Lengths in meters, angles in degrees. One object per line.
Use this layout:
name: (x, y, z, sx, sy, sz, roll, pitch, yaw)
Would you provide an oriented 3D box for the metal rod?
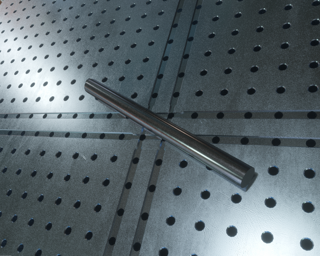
metal rod: (-0.010, -0.008, 0.417, 0.300, 0.025, 0.025, 31, 79, 37)
